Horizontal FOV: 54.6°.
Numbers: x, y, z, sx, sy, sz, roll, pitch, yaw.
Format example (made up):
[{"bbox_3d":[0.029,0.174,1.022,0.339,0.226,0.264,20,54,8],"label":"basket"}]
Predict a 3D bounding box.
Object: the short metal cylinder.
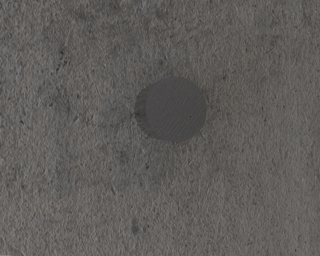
[{"bbox_3d":[0.013,-0.023,0.400,0.081,0.050,0.080,0,90,-20],"label":"short metal cylinder"}]
